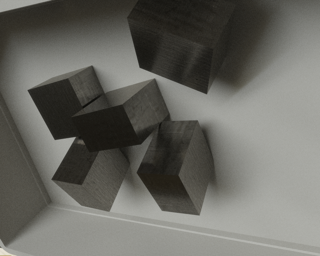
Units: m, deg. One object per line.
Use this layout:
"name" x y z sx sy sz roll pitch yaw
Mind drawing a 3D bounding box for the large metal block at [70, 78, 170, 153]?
"large metal block" -0.047 -0.016 0.386 0.080 0.080 0.050 -11 113 32

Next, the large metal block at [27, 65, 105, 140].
"large metal block" -0.122 -0.034 0.434 0.080 0.050 0.080 -8 114 31

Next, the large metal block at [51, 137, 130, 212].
"large metal block" -0.094 0.062 0.443 0.050 0.080 0.080 4 144 26

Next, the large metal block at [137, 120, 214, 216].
"large metal block" 0.023 0.047 0.376 0.050 0.080 0.080 -1 135 28

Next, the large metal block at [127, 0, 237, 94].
"large metal block" 0.022 -0.086 0.303 0.080 0.050 0.080 24 162 13
